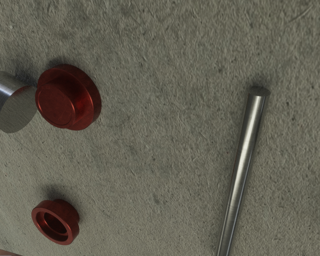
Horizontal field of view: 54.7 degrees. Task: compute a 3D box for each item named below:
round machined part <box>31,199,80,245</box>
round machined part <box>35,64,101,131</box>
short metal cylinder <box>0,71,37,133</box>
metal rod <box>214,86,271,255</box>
[{"bbox_3d":[-0.198,0.179,0.608,0.098,0.042,0.097,13,124,20],"label":"round machined part"},{"bbox_3d":[-0.137,-0.038,0.442,0.098,0.042,0.097,13,124,20],"label":"round machined part"},{"bbox_3d":[-0.229,-0.039,0.465,0.050,0.080,0.079,28,128,10],"label":"short metal cylinder"},{"bbox_3d":[0.100,0.087,0.407,0.025,0.025,0.298,15,125,19],"label":"metal rod"}]
